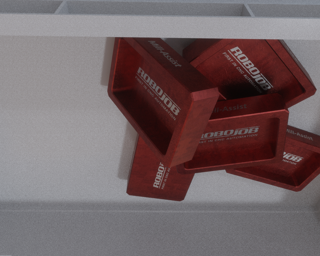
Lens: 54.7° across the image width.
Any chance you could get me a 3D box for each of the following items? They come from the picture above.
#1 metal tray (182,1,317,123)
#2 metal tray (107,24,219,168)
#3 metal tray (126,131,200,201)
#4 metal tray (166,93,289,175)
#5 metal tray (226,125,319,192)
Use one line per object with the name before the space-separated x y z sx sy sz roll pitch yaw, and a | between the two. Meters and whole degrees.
metal tray | 0.099 -0.061 0.341 0.090 0.030 0.130 -32 129 31
metal tray | -0.006 -0.036 0.312 0.030 0.130 0.089 -15 139 -33
metal tray | 0.005 0.052 0.450 0.091 0.030 0.129 9 130 -8
metal tray | 0.079 0.011 0.370 0.131 0.030 0.090 -8 134 7
metal tray | 0.168 0.040 0.440 0.131 0.030 0.089 17 128 -14
